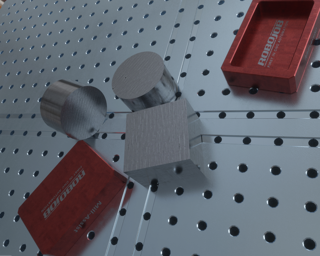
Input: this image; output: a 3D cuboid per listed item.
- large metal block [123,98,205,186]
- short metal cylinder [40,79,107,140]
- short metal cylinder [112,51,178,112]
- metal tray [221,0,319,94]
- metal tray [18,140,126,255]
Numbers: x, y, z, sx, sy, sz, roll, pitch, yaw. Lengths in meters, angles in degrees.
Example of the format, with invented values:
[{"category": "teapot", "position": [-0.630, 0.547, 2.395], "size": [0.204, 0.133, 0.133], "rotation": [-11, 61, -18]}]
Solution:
[{"category": "large metal block", "position": [0.005, 0.019, 0.378], "size": [0.080, 0.050, 0.080], "rotation": [-14, 56, 20]}, {"category": "short metal cylinder", "position": [-0.126, -0.028, 0.456], "size": [0.050, 0.080, 0.080], "rotation": [21, 73, 36]}, {"category": "short metal cylinder", "position": [-0.021, -0.061, 0.441], "size": [0.080, 0.050, 0.080], "rotation": [-13, 56, 21]}, {"category": "metal tray", "position": [0.145, -0.111, 0.396], "size": [0.090, 0.030, 0.130], "rotation": [15, 69, 34]}, {"category": "metal tray", "position": [-0.118, 0.090, 0.412], "size": [0.090, 0.030, 0.130], "rotation": [35, 81, 38]}]
